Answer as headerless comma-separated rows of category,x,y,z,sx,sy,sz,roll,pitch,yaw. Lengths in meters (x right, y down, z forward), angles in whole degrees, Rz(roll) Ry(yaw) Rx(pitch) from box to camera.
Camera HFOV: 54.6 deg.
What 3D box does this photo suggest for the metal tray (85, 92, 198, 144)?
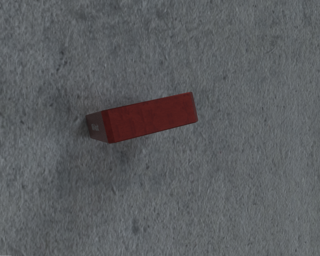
metal tray,-0.027,-0.011,0.343,0.091,0.130,0.030,-14,95,-19
